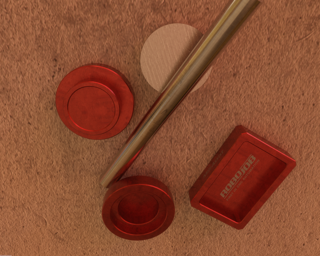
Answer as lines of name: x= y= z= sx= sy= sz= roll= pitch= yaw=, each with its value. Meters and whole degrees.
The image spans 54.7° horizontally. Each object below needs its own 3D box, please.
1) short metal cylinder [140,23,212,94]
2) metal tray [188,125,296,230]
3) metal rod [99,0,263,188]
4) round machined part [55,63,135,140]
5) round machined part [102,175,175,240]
short metal cylinder: x=0.018 y=-0.083 z=0.366 sx=0.081 sy=0.050 sz=0.079 roll=0 pitch=110 yaw=-1
metal tray: x=0.112 y=0.072 z=0.435 sx=0.090 sy=0.030 sz=0.129 roll=29 pitch=107 yaw=-11
metal rod: x=0.003 y=-0.021 z=0.353 sx=0.025 sy=0.025 sz=0.298 roll=31 pitch=125 yaw=-11
round machined part: x=-0.082 y=-0.029 z=0.389 sx=0.099 sy=0.042 sz=0.097 roll=0 pitch=110 yaw=-1
round machined part: x=-0.030 y=0.107 z=0.436 sx=0.099 sy=0.042 sz=0.097 roll=-2 pitch=116 yaw=-4
